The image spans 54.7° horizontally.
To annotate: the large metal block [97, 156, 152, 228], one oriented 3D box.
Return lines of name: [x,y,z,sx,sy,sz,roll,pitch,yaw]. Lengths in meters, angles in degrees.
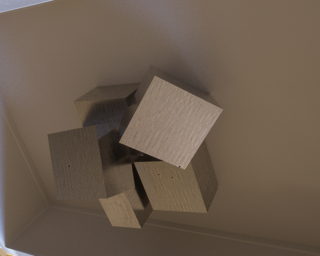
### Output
large metal block: [-0.043,0.083,0.443,0.050,0.080,0.080,-7,115,31]

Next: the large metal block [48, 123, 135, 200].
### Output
large metal block: [-0.083,0.040,0.373,0.080,0.050,0.080,-10,88,32]

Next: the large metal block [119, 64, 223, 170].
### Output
large metal block: [0.009,-0.012,0.344,0.080,0.050,0.080,24,109,-17]

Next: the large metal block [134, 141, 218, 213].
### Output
large metal block: [0.023,0.064,0.414,0.080,0.050,0.080,-5,116,30]

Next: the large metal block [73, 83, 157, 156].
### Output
large metal block: [-0.055,-0.011,0.412,0.080,0.050,0.080,-1,118,28]
